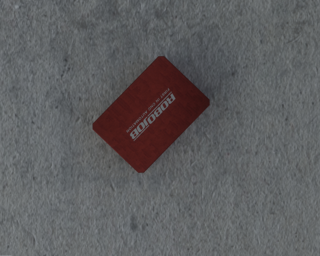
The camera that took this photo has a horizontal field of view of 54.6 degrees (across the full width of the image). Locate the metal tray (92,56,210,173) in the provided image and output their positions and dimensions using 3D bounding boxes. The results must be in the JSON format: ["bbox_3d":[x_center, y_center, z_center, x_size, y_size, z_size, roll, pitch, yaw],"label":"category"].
[{"bbox_3d":[-0.011,-0.017,0.407,0.090,0.030,0.130,44,90,0],"label":"metal tray"}]
